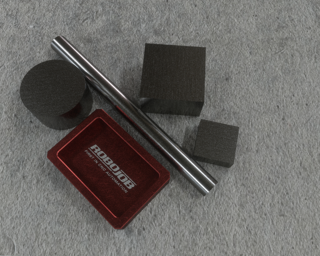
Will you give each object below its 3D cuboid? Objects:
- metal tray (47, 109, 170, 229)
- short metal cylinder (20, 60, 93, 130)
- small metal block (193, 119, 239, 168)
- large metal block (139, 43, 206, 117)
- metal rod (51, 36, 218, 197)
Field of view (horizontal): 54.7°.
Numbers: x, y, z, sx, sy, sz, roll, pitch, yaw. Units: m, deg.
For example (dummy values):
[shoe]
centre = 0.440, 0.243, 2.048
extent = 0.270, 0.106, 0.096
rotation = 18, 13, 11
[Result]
[metal tray]
centre = -0.063, 0.049, 0.388
extent = 0.130, 0.030, 0.090
rotation = 42, 75, 13
[short metal cylinder]
centre = -0.134, -0.043, 0.410
extent = 0.081, 0.050, 0.080
rotation = 0, 70, 0
[small metal block]
centre = 0.072, 0.020, 0.403
extent = 0.050, 0.025, 0.050
rotation = 12, 70, 4
[large metal block]
centre = 0.018, -0.064, 0.420
extent = 0.081, 0.050, 0.080
rotation = 4, 70, 1
[metal rod]
centre = -0.043, -0.024, 0.417
extent = 0.025, 0.025, 0.300
rotation = -43, 76, -14
